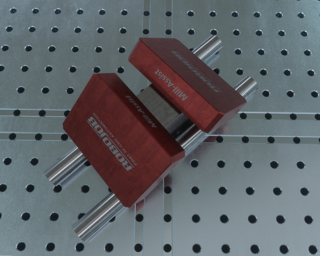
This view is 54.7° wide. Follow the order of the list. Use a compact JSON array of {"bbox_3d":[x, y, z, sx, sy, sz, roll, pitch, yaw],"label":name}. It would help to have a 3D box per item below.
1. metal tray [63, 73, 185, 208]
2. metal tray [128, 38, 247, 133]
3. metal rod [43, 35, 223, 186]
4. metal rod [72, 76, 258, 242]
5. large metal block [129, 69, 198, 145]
[{"bbox_3d":[-0.045,0.012,0.349,0.130,0.030,0.090,48,120,15],"label":"metal tray"},{"bbox_3d":[0.035,-0.057,0.375,0.130,0.030,0.091,45,32,14],"label":"metal tray"},{"bbox_3d":[-0.027,-0.032,0.423,0.301,0.025,0.025,-41,75,-14],"label":"metal rod"},{"bbox_3d":[0.016,0.031,0.401,0.301,0.025,0.025,-40,75,-14],"label":"metal rod"},{"bbox_3d":[0.001,-0.016,0.388,0.080,0.080,0.050,-40,75,-13],"label":"large metal block"}]
